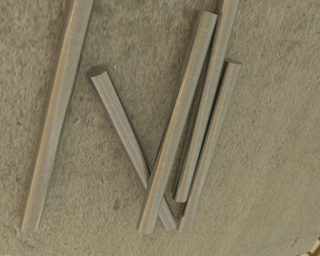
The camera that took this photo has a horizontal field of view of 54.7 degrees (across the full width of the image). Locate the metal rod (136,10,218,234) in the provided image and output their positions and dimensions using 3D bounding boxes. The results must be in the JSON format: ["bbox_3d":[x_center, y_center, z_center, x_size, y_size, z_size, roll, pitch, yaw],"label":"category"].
[{"bbox_3d":[0.017,0.005,0.399,0.025,0.025,0.298,5,109,-31],"label":"metal rod"}]

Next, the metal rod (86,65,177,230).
[{"bbox_3d":[-0.026,0.049,0.424,0.025,0.025,0.299,-29,129,-10],"label":"metal rod"}]

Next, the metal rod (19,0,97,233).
[{"bbox_3d":[-0.117,-0.006,0.340,0.025,0.025,0.298,7,115,-32],"label":"metal rod"}]

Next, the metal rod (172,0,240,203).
[{"bbox_3d":[0.056,-0.020,0.426,0.025,0.025,0.298,-4,120,-27],"label":"metal rod"}]

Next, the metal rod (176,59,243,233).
[{"bbox_3d":[0.069,0.043,0.473,0.025,0.025,0.298,-3,120,-28],"label":"metal rod"}]
